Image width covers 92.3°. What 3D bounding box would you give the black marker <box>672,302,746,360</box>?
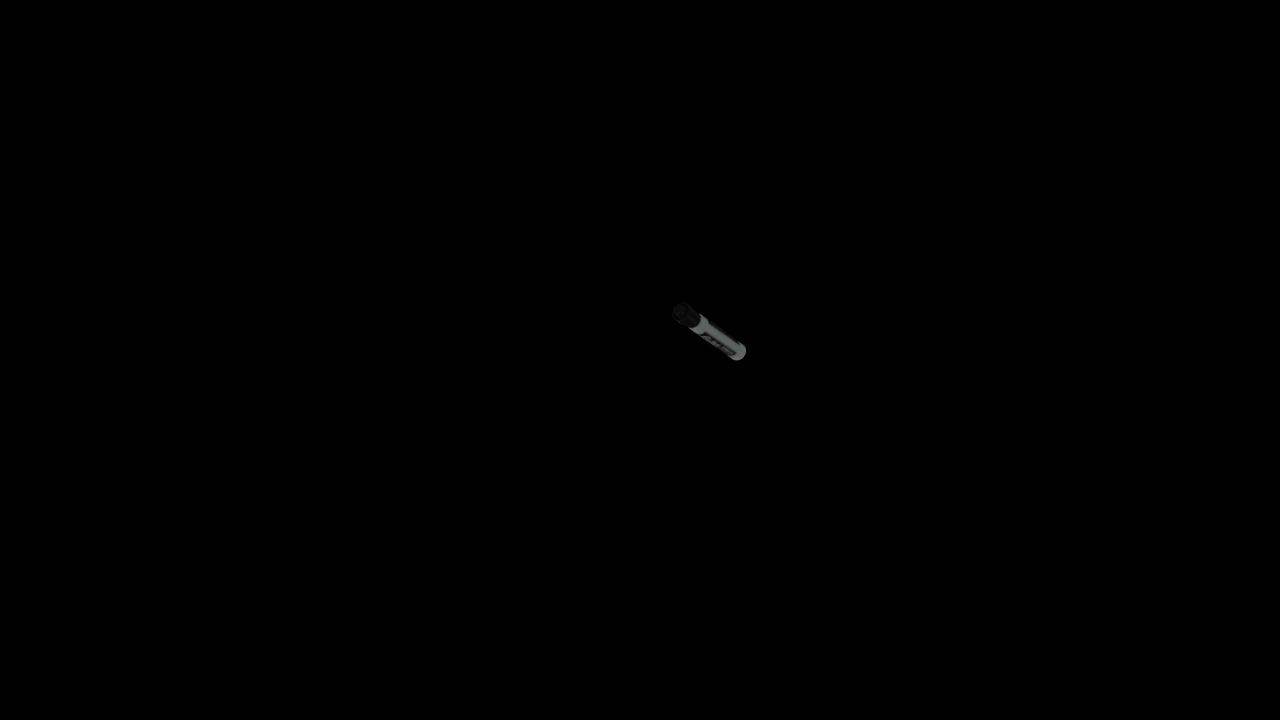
[{"bbox_3d":[0.068,-0.027,0.591,0.020,0.020,0.121,0,-18,36],"label":"black marker"}]
